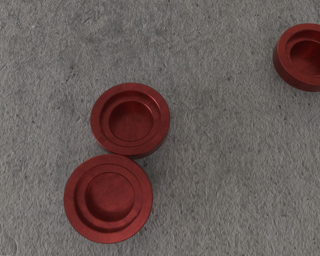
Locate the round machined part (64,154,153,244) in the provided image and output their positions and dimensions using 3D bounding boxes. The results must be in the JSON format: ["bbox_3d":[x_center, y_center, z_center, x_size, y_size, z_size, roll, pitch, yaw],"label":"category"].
[{"bbox_3d":[-0.057,0.080,0.362,0.099,0.042,0.097,0,84,0],"label":"round machined part"}]

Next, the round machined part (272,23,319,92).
[{"bbox_3d":[0.207,-0.094,0.435,0.099,0.042,0.098,0,70,0],"label":"round machined part"}]

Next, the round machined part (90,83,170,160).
[{"bbox_3d":[-0.037,-0.006,0.401,0.099,0.042,0.098,0,70,0],"label":"round machined part"}]
